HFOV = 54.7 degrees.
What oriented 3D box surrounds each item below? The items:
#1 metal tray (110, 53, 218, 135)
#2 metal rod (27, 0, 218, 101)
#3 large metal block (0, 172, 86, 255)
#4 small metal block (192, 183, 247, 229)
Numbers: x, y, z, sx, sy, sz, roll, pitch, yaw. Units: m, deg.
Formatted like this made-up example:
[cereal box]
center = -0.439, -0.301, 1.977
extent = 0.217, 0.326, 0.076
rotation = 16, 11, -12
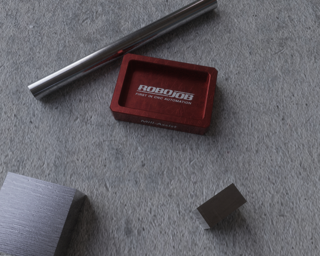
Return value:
[metal tray]
center = 0.007, -0.047, 0.422
extent = 0.131, 0.030, 0.090
rotation = 10, 70, 3
[metal rod]
center = -0.046, -0.123, 0.452
extent = 0.302, 0.025, 0.025
rotation = -30, 73, -11
[large metal block]
center = -0.141, 0.103, 0.355
extent = 0.080, 0.050, 0.080
rotation = 13, 70, 4
[small metal block]
center = 0.068, 0.092, 0.362
extent = 0.050, 0.050, 0.025
rotation = -32, 74, -11
